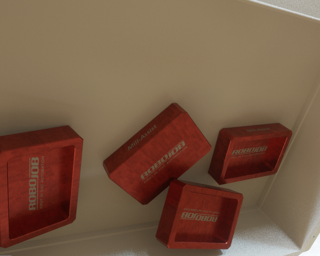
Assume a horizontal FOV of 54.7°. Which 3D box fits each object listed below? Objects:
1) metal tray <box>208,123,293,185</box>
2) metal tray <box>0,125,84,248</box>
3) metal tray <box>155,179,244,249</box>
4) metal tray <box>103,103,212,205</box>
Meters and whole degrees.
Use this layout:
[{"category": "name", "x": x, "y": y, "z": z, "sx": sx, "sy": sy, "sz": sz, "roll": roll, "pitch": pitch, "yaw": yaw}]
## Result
[{"category": "metal tray", "x": 0.151, "y": 0.042, "z": 0.516, "sx": 0.131, "sy": 0.030, "sz": 0.089, "roll": -5, "pitch": 121, "yaw": -26}, {"category": "metal tray", "x": -0.141, "y": 0.066, "z": 0.355, "sx": 0.091, "sy": 0.030, "sz": 0.129, "roll": -12, "pitch": 125, "yaw": -40}, {"category": "metal tray", "x": 0.063, "y": 0.131, "z": 0.463, "sx": 0.131, "sy": 0.030, "sz": 0.090, "roll": 17, "pitch": 87, "yaw": -36}, {"category": "metal tray", "x": -0.001, "y": 0.039, "z": 0.431, "sx": 0.130, "sy": 0.030, "sz": 0.090, "roll": -41, "pitch": 130, "yaw": -1}]
